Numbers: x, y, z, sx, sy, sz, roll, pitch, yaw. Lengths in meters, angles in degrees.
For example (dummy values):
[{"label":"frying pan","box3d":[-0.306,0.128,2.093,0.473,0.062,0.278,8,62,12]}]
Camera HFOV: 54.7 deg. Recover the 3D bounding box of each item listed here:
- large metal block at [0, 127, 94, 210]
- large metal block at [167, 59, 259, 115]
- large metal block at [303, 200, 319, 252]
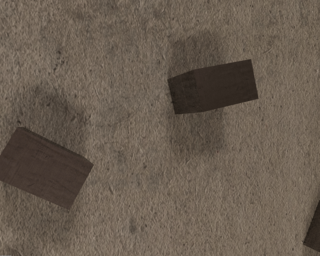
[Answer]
[{"label":"large metal block","box3d":[-0.125,0.040,0.334,0.080,0.080,0.050,30,80,-18]},{"label":"large metal block","box3d":[0.066,-0.052,0.406,0.081,0.080,0.050,-14,95,-20]},{"label":"large metal block","box3d":[0.296,0.175,0.508,0.080,0.050,0.080,28,81,-18]}]
